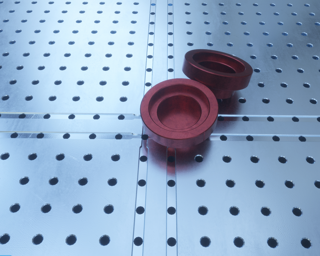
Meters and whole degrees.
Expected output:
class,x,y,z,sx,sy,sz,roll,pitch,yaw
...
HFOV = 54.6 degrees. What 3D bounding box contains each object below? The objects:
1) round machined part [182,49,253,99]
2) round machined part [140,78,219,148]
class,x,y,z,sx,sy,sz,roll,pitch,yaw
round machined part,0.080,-0.076,0.448,0.099,0.042,0.098,8,33,-5
round machined part,0.025,-0.015,0.405,0.098,0.042,0.098,-2,56,3
